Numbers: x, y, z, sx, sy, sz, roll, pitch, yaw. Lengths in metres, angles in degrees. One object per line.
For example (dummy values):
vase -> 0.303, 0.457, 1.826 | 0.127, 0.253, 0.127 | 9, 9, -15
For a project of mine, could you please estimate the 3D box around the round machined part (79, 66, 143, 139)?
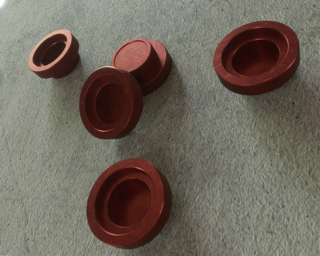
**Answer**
round machined part -> -0.062, -0.033, 0.430 | 0.098, 0.042, 0.097 | -1, 88, 33

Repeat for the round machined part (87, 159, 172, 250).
round machined part -> -0.031, 0.088, 0.355 | 0.098, 0.042, 0.098 | -13, 56, 21

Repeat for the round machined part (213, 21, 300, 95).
round machined part -> 0.119, -0.080, 0.380 | 0.098, 0.042, 0.098 | -13, 56, 21

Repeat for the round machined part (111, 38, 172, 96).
round machined part -> -0.035, -0.098, 0.471 | 0.098, 0.042, 0.098 | -13, 56, 21

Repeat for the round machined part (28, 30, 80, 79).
round machined part -> -0.190, -0.130, 0.573 | 0.098, 0.042, 0.098 | -13, 56, 21
